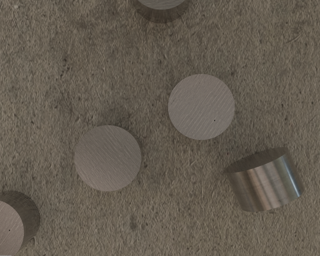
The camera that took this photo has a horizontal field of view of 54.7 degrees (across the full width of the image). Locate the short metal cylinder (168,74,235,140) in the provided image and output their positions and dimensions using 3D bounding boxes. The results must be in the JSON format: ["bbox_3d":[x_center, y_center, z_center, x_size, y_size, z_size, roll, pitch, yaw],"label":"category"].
[{"bbox_3d":[0.050,-0.026,0.398,0.081,0.050,0.080,0,90,0],"label":"short metal cylinder"}]

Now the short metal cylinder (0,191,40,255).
[{"bbox_3d":[-0.203,0.125,0.396,0.081,0.050,0.080,0,90,0],"label":"short metal cylinder"}]

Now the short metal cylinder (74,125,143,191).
[{"bbox_3d":[-0.063,0.036,0.397,0.081,0.050,0.080,0,90,0],"label":"short metal cylinder"}]

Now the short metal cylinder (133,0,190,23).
[{"bbox_3d":[0.002,-0.182,0.397,0.081,0.050,0.080,0,90,0],"label":"short metal cylinder"}]

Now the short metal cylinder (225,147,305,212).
[{"bbox_3d":[0.128,0.062,0.383,0.080,0.080,0.050,-22,90,0],"label":"short metal cylinder"}]
